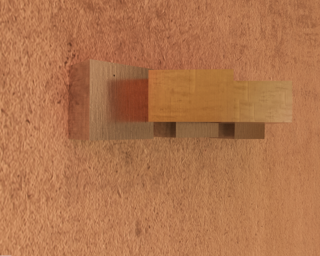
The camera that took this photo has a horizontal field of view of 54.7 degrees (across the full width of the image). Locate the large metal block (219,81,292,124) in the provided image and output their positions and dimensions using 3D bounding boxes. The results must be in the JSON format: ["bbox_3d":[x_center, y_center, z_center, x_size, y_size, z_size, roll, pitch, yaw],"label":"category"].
[{"bbox_3d":[0.121,-0.031,0.412,0.080,0.080,0.050,1,89,4],"label":"large metal block"}]

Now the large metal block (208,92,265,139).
[{"bbox_3d":[0.124,-0.023,0.497,0.081,0.050,0.079,2,89,-40],"label":"large metal block"}]

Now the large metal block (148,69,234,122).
[{"bbox_3d":[0.032,-0.031,0.334,0.080,0.080,0.050,-11,101,-85],"label":"large metal block"}]

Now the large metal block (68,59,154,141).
[{"bbox_3d":[-0.054,-0.028,0.346,0.081,0.050,0.079,0,90,-40],"label":"large metal block"}]

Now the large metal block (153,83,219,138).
[{"bbox_3d":[0.034,-0.028,0.421,0.081,0.050,0.079,1,90,-40],"label":"large metal block"}]
